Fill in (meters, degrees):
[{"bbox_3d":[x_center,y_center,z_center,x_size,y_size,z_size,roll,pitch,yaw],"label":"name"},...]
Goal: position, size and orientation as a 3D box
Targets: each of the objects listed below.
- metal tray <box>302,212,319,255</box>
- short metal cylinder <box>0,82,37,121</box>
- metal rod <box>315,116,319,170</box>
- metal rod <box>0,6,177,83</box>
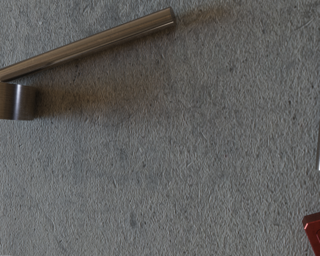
[{"bbox_3d":[0.222,0.148,0.328,0.090,0.030,0.129,-23,83,18],"label":"metal tray"},{"bbox_3d":[-0.228,-0.040,0.458,0.080,0.080,0.050,7,93,19],"label":"short metal cylinder"},{"bbox_3d":[0.197,-0.102,0.339,0.025,0.025,0.298,5,92,19],"label":"metal rod"},{"bbox_3d":[-0.121,-0.113,0.450,0.301,0.025,0.025,-13,86,19],"label":"metal rod"}]
